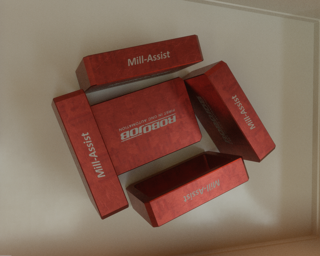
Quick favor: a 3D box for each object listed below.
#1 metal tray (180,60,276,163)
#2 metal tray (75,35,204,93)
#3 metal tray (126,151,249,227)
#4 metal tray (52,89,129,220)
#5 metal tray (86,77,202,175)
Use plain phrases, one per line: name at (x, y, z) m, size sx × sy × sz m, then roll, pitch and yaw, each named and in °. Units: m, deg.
metal tray at (0.083, -0.019, 0.407) m, size 0.030 × 0.090 × 0.130 m, roll -38°, pitch 103°, yaw -15°
metal tray at (-0.027, -0.073, 0.364) m, size 0.131 × 0.090 × 0.030 m, roll -17°, pitch 96°, yaw -20°
metal tray at (0.031, 0.069, 0.387) m, size 0.131 × 0.090 × 0.030 m, roll -22°, pitch 98°, yaw -19°
metal tray at (-0.081, 0.027, 0.344) m, size 0.030 × 0.090 × 0.129 m, roll -23°, pitch 98°, yaw -19°
metal tray at (-0.019, -0.004, 0.399) m, size 0.131 × 0.030 × 0.090 m, roll -21°, pitch 97°, yaw -19°
